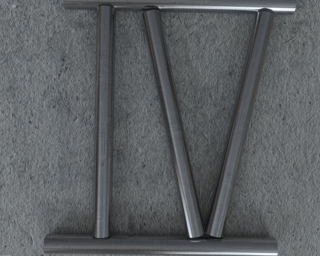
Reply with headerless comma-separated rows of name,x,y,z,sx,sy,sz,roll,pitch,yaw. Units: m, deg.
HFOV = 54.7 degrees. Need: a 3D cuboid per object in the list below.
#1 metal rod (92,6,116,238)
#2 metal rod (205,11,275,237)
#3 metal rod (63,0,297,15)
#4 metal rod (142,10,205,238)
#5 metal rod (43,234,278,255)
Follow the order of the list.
metal rod,-0.074,-0.008,0.409,0.025,0.025,0.298,1,90,-1
metal rod,0.106,-0.005,0.412,0.025,0.025,0.298,13,90,-1
metal rod,0.026,-0.167,0.411,0.302,0.025,0.025,1,90,-1
metal rod,0.018,-0.006,0.410,0.025,0.025,0.298,-11,90,0
metal rod,0.001,0.155,0.410,0.302,0.025,0.025,1,90,-1
